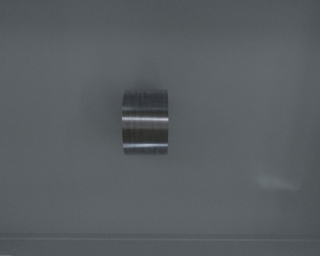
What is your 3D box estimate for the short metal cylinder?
[{"bbox_3d":[-0.016,-0.007,0.377,0.050,0.080,0.079,0,110,-1],"label":"short metal cylinder"}]
